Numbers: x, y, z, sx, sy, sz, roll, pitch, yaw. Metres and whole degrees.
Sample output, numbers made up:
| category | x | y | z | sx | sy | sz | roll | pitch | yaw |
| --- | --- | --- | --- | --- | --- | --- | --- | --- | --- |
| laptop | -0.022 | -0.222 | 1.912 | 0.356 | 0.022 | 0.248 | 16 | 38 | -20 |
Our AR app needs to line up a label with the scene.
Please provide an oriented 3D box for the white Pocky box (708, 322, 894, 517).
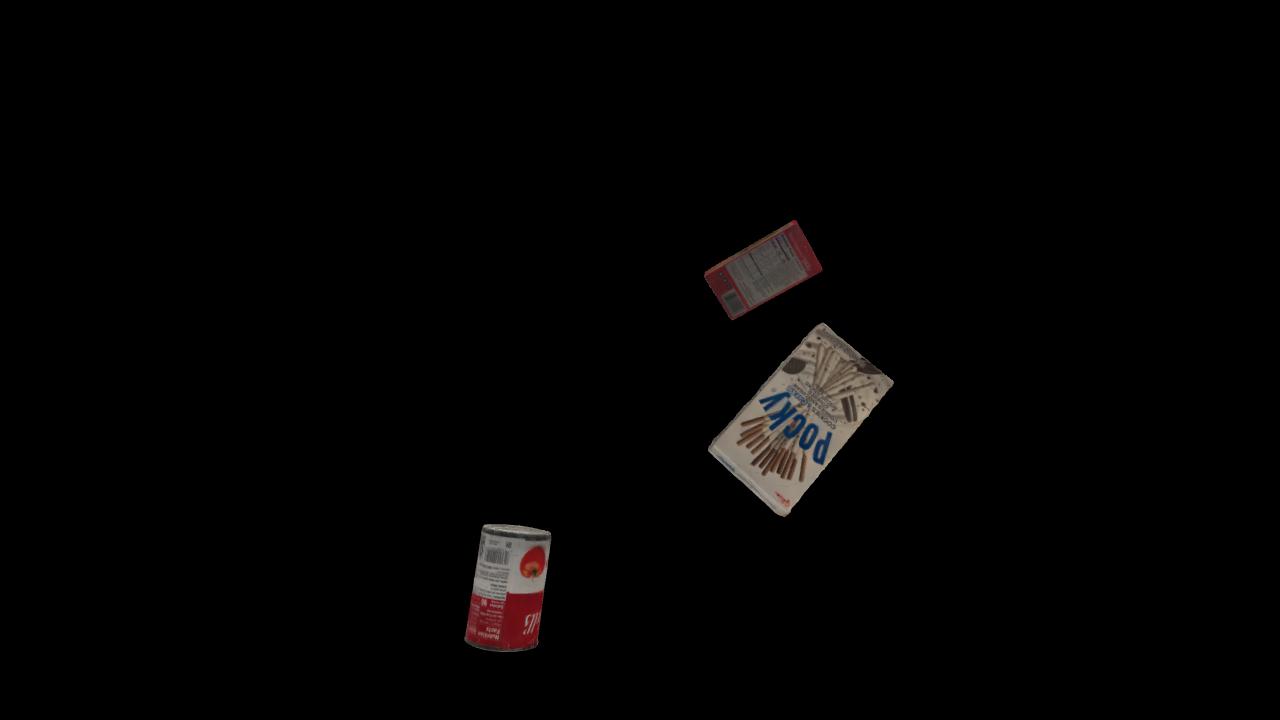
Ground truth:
| category | x | y | z | sx | sy | sz | roll | pitch | yaw |
| --- | --- | --- | --- | --- | --- | --- | --- | --- | --- |
| white Pocky box | 0.138 | 0.048 | 0.527 | 0.084 | 0.154 | 0.028 | 42 | -17 | 9 |

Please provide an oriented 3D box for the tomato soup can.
| category | x | y | z | sx | sy | sz | roll | pitch | yaw |
| --- | --- | --- | --- | --- | --- | --- | --- | --- | --- |
| tomato soup can | -0.122 | 0.208 | 0.573 | 0.068 | 0.101 | 0.068 | 6 | -10 | 1 |

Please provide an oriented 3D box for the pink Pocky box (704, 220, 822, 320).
| category | x | y | z | sx | sy | sz | roll | pitch | yaw |
| --- | --- | --- | --- | --- | --- | --- | --- | --- | --- |
| pink Pocky box | 0.183 | -0.133 | 0.920 | 0.155 | 0.084 | 0.029 | -29 | 18 | 18 |
